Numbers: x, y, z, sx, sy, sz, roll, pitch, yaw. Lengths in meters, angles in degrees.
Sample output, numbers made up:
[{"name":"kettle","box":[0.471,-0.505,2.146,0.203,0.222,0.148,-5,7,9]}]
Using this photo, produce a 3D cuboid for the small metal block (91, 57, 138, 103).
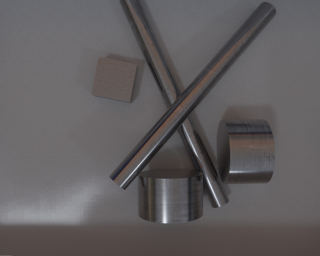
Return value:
[{"name":"small metal block","box":[-0.059,-0.063,0.411,0.050,0.025,0.050,11,90,-1]}]

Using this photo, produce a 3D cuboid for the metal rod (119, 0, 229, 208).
[{"name":"metal rod","box":[0.019,-0.036,0.411,0.025,0.025,0.299,-24,90,0]}]

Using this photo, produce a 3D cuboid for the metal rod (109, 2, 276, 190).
[{"name":"metal rod","box":[0.047,-0.046,0.390,0.025,0.025,0.300,41,81,0]}]

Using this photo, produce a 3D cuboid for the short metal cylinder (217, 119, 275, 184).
[{"name":"short metal cylinder","box":[0.103,0.029,0.385,0.050,0.080,0.079,-1,90,0]}]

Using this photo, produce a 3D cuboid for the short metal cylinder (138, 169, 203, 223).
[{"name":"short metal cylinder","box":[0.013,0.081,0.384,0.081,0.080,0.050,-1,90,-1]}]
